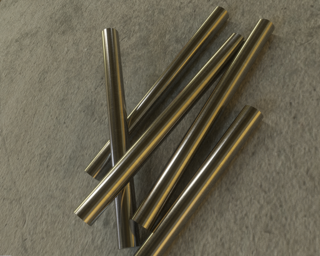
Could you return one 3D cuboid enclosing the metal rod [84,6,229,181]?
[{"bbox_3d":[0.001,-0.054,0.435,0.025,0.025,0.300,31,78,37],"label":"metal rod"}]

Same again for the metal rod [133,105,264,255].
[{"bbox_3d":[0.016,0.098,0.334,0.025,0.025,0.300,31,79,37],"label":"metal rod"}]

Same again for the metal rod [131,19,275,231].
[{"bbox_3d":[0.060,-0.016,0.373,0.025,0.025,0.300,23,71,36],"label":"metal rod"}]

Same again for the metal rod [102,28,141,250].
[{"bbox_3d":[-0.054,-0.004,0.399,0.025,0.025,0.299,-17,65,18],"label":"metal rod"}]

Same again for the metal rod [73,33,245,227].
[{"bbox_3d":[0.012,-0.011,0.374,0.025,0.025,0.301,27,67,37],"label":"metal rod"}]
